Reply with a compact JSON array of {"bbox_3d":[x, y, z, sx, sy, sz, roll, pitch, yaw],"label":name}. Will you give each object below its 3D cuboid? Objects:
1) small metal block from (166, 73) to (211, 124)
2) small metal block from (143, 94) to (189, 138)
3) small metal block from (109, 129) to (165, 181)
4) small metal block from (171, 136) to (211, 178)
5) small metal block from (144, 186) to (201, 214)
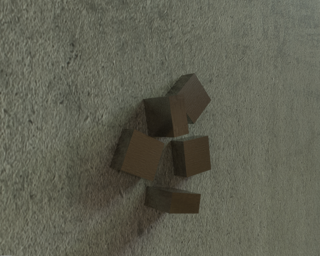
[{"bbox_3d":[0.039,-0.041,0.437,0.050,0.025,0.050,-52,121,-27],"label":"small metal block"},{"bbox_3d":[0.007,-0.015,0.394,0.025,0.050,0.050,-14,99,-39],"label":"small metal block"},{"bbox_3d":[-0.027,0.033,0.381,0.050,0.025,0.050,28,73,-37],"label":"small metal block"},{"bbox_3d":[0.045,0.039,0.442,0.050,0.025,0.050,-10,97,-40],"label":"small metal block"},{"bbox_3d":[0.016,0.093,0.402,0.050,0.050,0.025,13,82,-39],"label":"small metal block"}]
